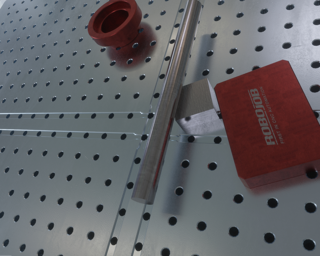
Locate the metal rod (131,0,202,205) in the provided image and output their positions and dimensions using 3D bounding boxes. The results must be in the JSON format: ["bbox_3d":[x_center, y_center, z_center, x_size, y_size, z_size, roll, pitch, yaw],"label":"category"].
[{"bbox_3d":[0.016,-0.052,0.399,0.025,0.025,0.300,0,61,28],"label":"metal rod"}]

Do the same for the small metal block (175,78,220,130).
[{"bbox_3d":[0.045,-0.031,0.404,0.050,0.025,0.050,-18,55,18],"label":"small metal block"}]

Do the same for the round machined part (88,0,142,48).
[{"bbox_3d":[-0.075,-0.181,0.548,0.098,0.042,0.098,-13,56,21],"label":"round machined part"}]

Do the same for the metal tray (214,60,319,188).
[{"bbox_3d":[0.120,-0.008,0.347,0.090,0.030,0.130,-19,54,16],"label":"metal tray"}]
